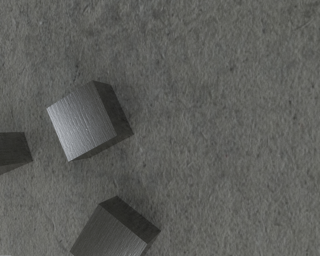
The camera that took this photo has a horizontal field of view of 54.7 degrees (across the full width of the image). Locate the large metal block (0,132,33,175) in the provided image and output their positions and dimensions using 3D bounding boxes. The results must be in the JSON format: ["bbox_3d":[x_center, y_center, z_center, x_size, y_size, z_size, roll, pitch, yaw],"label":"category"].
[{"bbox_3d":[-0.259,0.044,0.469,0.080,0.080,0.050,-22,83,18],"label":"large metal block"}]

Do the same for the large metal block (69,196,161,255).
[{"bbox_3d":[-0.059,0.152,0.415,0.080,0.050,0.080,34,101,16],"label":"large metal block"}]

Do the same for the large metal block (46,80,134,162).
[{"bbox_3d":[-0.096,-0.009,0.428,0.080,0.050,0.080,-28,81,17],"label":"large metal block"}]
